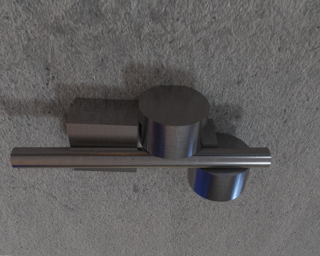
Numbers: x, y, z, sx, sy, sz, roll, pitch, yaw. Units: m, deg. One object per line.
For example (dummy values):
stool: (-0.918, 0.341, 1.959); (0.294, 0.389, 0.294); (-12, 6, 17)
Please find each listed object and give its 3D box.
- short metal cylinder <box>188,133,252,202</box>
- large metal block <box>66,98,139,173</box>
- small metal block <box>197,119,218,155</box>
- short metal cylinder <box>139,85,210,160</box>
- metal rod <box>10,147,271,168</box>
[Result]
short metal cylinder: (0.079, 0.051, 0.417); (0.081, 0.080, 0.050); (0, 130, -1)
large metal block: (-0.068, 0.010, 0.396); (0.081, 0.050, 0.079); (2, 130, -3)
small metal block: (0.045, 0.013, 0.402); (0.050, 0.050, 0.025); (1, 130, -1)
short metal cylinder: (0.015, -0.009, 0.366); (0.081, 0.080, 0.050); (2, 130, -2)
metal rod: (-0.020, 0.036, 0.372); (0.302, 0.025, 0.025); (0, 130, -2)
